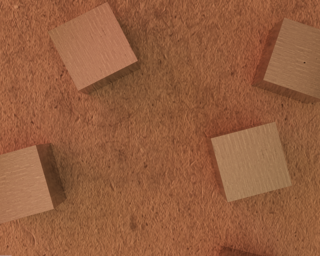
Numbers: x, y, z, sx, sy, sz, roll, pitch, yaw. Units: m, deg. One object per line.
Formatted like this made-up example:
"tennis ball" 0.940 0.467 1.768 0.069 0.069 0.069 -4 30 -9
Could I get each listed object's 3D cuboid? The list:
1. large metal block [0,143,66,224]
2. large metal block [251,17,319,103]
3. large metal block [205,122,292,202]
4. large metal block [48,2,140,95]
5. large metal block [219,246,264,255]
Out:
"large metal block" -0.177 0.069 0.396 0.080 0.050 0.080 -16 90 0
"large metal block" 0.175 -0.083 0.399 0.080 0.050 0.080 18 90 0
"large metal block" 0.110 0.041 0.398 0.080 0.050 0.080 -15 90 0
"large metal block" -0.081 -0.098 0.397 0.080 0.050 0.080 -27 90 0
"large metal block" 0.113 0.209 0.398 0.080 0.050 0.080 14 90 0
